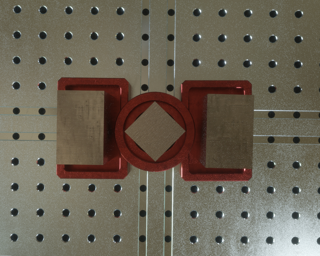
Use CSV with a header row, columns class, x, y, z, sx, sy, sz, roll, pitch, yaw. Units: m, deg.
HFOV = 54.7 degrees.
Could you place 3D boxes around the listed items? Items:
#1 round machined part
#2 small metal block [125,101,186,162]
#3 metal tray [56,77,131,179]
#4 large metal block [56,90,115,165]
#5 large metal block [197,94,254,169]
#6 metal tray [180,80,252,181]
class,x,y,z,sx,sy,sz,roll,pitch,yaw
round machined part,-0.006,0.005,0.396,0.099,0.042,0.097,0,90,0
small metal block,-0.006,0.004,0.372,0.050,0.025,0.050,45,90,0
metal tray,-0.086,0.000,0.409,0.091,0.030,0.129,1,90,0
large metal block,-0.085,-0.001,0.372,0.050,0.080,0.080,1,90,0
large metal block,0.075,0.003,0.373,0.050,0.080,0.080,2,90,0
metal tray,0.073,0.003,0.410,0.091,0.030,0.129,0,90,0
